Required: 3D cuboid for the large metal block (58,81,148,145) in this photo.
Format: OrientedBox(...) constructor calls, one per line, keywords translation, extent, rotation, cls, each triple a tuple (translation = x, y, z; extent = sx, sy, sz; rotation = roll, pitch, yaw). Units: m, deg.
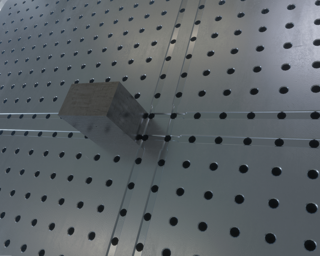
OrientedBox(translation=(-0.075, -0.019, 0.425), extent=(0.080, 0.080, 0.050), rotation=(2, 63, 29), cls="large metal block")
